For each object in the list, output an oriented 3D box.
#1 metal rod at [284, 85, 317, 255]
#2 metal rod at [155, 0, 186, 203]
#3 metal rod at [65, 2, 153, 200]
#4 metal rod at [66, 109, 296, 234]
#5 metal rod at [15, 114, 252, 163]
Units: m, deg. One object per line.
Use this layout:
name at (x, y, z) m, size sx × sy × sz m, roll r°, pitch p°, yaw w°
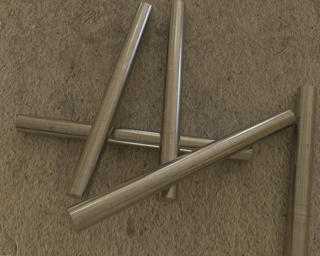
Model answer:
metal rod at (0.171, 0.084, 0.378) m, size 0.025 × 0.025 × 0.299 m, roll 12°, pitch 70°, yaw 4°
metal rod at (0.017, -0.054, 0.409) m, size 0.025 × 0.025 × 0.299 m, roll 4°, pitch 63°, yaw 1°
metal rod at (-0.057, -0.053, 0.407) m, size 0.025 × 0.025 × 0.300 m, roll 13°, pitch 63°, yaw 4°
metal rod at (0.046, 0.035, 0.346) m, size 0.302 × 0.025 × 0.025 m, roll -21°, pitch 70°, yaw -27°
metal rod at (-0.035, 0.013, 0.403) m, size 0.302 × 0.025 × 0.025 m, roll 7°, pitch 70°, yaw 2°
